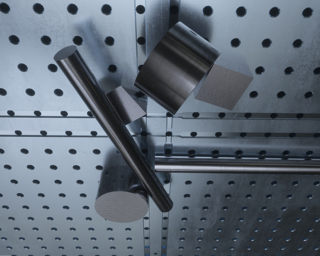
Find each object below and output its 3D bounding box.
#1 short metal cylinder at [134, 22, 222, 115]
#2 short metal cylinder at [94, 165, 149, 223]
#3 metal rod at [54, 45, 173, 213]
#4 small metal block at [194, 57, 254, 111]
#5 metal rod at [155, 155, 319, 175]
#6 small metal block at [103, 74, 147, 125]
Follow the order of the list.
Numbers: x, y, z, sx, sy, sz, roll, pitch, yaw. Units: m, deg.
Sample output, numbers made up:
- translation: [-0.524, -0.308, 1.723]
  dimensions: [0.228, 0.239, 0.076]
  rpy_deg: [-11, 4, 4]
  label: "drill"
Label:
- translation: [0.018, -0.059, 0.316]
  dimensions: [0.050, 0.080, 0.080]
  rpy_deg: [37, 124, 1]
  label: "short metal cylinder"
- translation: [-0.058, 0.104, 0.483]
  dimensions: [0.081, 0.050, 0.079]
  rpy_deg: [0, 130, 0]
  label: "short metal cylinder"
- translation: [-0.042, 0.026, 0.402]
  dimensions: [0.025, 0.025, 0.299]
  rpy_deg: [-16, 133, 13]
  label: "metal rod"
- translation: [0.073, -0.054, 0.367]
  dimensions: [0.050, 0.025, 0.050]
  rpy_deg: [16, 128, -14]
  label: "small metal block"
- translation: [0.143, 0.056, 0.460]
  dimensions: [0.302, 0.025, 0.025]
  rpy_deg: [1, 130, -2]
  label: "metal rod"
- translation: [-0.051, -0.030, 0.385]
  dimensions: [0.050, 0.025, 0.050]
  rpy_deg: [-28, 125, 21]
  label: "small metal block"
